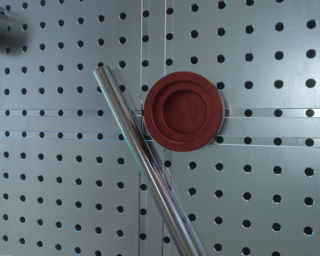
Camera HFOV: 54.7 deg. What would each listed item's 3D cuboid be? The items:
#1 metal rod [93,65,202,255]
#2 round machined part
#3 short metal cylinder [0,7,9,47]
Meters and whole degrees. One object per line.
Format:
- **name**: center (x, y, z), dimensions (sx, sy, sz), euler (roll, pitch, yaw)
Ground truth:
- **metal rod**: center (-0.017, 0.050, 0.417), dimensions (0.025, 0.025, 0.299), euler (-29, 81, 17)
- **round machined part**: center (0.033, -0.020, 0.391), dimensions (0.098, 0.042, 0.097), euler (0, 90, 19)
- **short metal cylinder**: center (-0.296, -0.169, 0.501), dimensions (0.080, 0.050, 0.079), euler (0, 90, 19)
